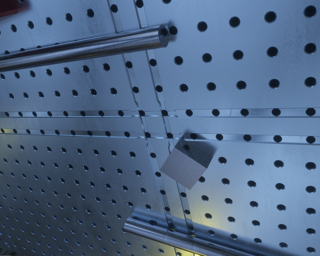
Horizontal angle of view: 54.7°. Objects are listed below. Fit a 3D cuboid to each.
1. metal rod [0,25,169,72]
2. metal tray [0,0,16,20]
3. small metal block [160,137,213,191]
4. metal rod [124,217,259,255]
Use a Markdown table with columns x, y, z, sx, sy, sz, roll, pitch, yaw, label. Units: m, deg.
| x | y | z | sx | sy | sz | roll | pitch | yaw | label |
| --- | --- | --- | --- | --- | --- | --- | --- | --- | --- |
| -0.129 | -0.100 | 0.414 | 0.300 | 0.025 | 0.025 | -1 | 118 | 28 | metal rod |
| -0.262 | -0.205 | 0.416 | 0.090 | 0.030 | 0.129 | -7 | 115 | 30 | metal tray |
| 0.035 | 0.049 | 0.422 | 0.050 | 0.025 | 0.050 | 33 | 129 | 6 | small metal block |
| 0.081 | 0.192 | 0.486 | 0.301 | 0.025 | 0.025 | 10 | 123 | 22 | metal rod |
